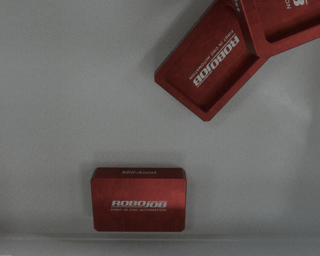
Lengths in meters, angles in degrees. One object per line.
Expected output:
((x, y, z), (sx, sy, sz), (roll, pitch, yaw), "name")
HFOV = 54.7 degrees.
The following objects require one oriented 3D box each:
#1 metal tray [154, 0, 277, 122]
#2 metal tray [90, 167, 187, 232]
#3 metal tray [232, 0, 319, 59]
((0.066, -0.083, 0.378), (0.090, 0.030, 0.130), (38, 106, -13), "metal tray")
((-0.029, 0.104, 0.446), (0.131, 0.030, 0.089), (0, 110, -1), "metal tray")
((0.096, -0.130, 0.235), (0.090, 0.030, 0.129), (-21, 109, 7), "metal tray")
